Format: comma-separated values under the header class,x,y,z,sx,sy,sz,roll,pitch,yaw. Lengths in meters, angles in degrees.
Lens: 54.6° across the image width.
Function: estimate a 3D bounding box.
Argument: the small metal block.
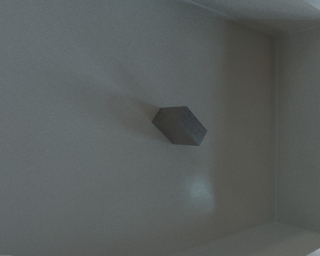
class,x,y,z,sx,sy,sz,roll,pitch,yaw
small metal block,0.026,-0.002,0.411,0.050,0.050,0.025,46,63,-30
